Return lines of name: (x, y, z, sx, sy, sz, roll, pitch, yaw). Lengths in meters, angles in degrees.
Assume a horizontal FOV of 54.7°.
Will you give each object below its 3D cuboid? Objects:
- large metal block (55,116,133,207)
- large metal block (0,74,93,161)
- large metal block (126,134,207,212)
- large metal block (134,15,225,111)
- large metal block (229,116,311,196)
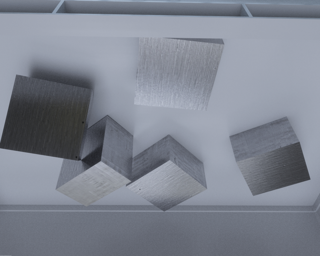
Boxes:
large metal block: (-0.083, 0.044, 0.407, 0.080, 0.080, 0.050, -32, 126, 24)
large metal block: (-0.125, -0.009, 0.356, 0.081, 0.080, 0.050, 11, 173, -10)
large metal block: (0.009, 0.068, 0.451, 0.080, 0.050, 0.080, -34, 123, 25)
large metal block: (0.016, -0.069, 0.335, 0.081, 0.050, 0.079, 5, 130, -5)
large metal block: (0.152, 0.041, 0.430, 0.080, 0.050, 0.080, -21, 127, 16)
